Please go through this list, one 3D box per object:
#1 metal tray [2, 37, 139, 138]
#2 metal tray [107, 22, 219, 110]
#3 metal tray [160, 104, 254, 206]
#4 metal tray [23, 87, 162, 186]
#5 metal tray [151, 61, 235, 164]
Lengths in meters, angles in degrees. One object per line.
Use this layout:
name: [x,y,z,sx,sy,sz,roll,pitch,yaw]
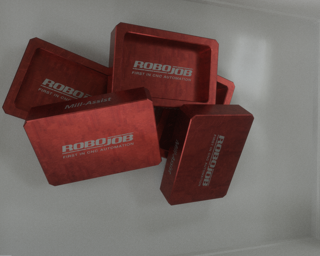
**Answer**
metal tray: [-0.102,-0.038,0.367,0.131,0.030,0.090,21,83,-19]
metal tray: [0.005,-0.069,0.377,0.131,0.030,0.089,4,89,-20]
metal tray: [0.057,0.034,0.394,0.091,0.030,0.129,-2,119,-26]
metal tray: [-0.069,0.011,0.345,0.131,0.030,0.089,-11,124,-5]
metal tray: [0.041,-0.016,0.422,0.091,0.030,0.129,21,83,-19]
